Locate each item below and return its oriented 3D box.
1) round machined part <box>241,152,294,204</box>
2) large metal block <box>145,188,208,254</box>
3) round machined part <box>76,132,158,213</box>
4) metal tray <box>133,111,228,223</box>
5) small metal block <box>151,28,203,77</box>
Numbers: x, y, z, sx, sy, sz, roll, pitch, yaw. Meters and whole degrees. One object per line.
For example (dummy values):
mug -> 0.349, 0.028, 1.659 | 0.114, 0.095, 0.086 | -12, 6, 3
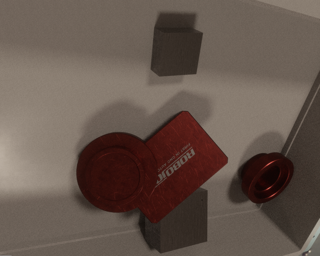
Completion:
round machined part -> 0.186, 0.084, 0.554 | 0.099, 0.042, 0.097 | -14, 124, -21
large metal block -> 0.025, 0.133, 0.472 | 0.081, 0.050, 0.079 | -3, 95, -28
round machined part -> -0.052, 0.055, 0.373 | 0.099, 0.042, 0.097 | 0, 93, -1
metal tray -> 0.012, 0.050, 0.413 | 0.130, 0.030, 0.090 | -40, 92, -1
small metal block -> 0.019, -0.090, 0.365 | 0.050, 0.025, 0.050 | -8, 122, -25
